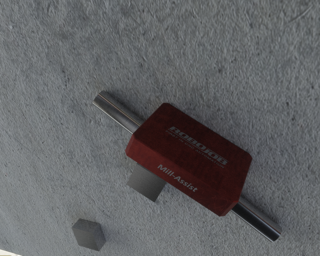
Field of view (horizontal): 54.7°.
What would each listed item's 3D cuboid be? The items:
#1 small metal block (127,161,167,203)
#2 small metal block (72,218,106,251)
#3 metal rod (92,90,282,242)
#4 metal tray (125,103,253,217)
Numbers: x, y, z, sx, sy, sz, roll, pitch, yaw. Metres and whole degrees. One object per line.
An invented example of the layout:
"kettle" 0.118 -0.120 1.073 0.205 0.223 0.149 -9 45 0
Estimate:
"small metal block" -0.016 0.075 0.460 0.050 0.025 0.050 32 128 7
"small metal block" -0.139 0.209 0.607 0.050 0.025 0.050 4 121 25
"metal rod" 0.035 0.050 0.417 0.300 0.025 0.025 38 129 2
"metal tray" 0.037 0.031 0.363 0.130 0.090 0.030 33 128 6
